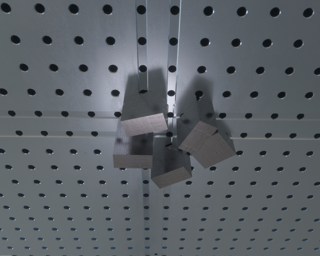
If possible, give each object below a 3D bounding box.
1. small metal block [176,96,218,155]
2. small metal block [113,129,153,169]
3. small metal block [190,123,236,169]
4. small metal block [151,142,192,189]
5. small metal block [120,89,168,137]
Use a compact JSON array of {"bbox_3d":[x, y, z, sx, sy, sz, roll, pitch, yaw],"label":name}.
[{"bbox_3d":[0.045,-0.003,0.392,0.025,0.050,0.050,22,127,-18],"label":"small metal block"},{"bbox_3d":[-0.035,0.027,0.418,0.050,0.050,0.025,2,130,-2],"label":"small metal block"},{"bbox_3d":[0.070,0.024,0.433,0.050,0.025,0.050,-29,125,22],"label":"small metal block"},{"bbox_3d":[0.015,0.052,0.439,0.050,0.050,0.025,-23,126,18],"label":"small metal block"},{"bbox_3d":[-0.018,-0.019,0.379,0.050,0.050,0.025,-11,129,9],"label":"small metal block"}]
